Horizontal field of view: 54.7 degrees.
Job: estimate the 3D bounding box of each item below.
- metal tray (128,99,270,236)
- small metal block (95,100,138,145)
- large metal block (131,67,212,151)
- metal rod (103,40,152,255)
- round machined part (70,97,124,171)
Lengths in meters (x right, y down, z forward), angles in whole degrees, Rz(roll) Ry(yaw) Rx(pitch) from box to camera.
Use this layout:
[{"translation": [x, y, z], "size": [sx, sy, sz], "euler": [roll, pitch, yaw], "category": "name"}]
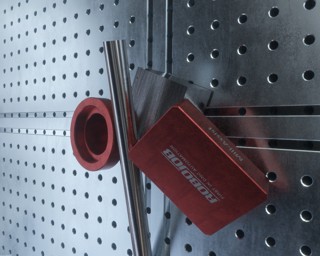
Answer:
[{"translation": [0.040, 0.044, 0.336], "size": [0.130, 0.030, 0.090], "euler": [45, 121, 2], "category": "metal tray"}, {"translation": [-0.065, -0.007, 0.459], "size": [0.050, 0.025, 0.050], "euler": [-28, 73, 36], "category": "small metal block"}, {"translation": [0.005, -0.023, 0.384], "size": [0.080, 0.050, 0.079], "euler": [29, 108, 36], "category": "large metal block"}, {"translation": [-0.036, 0.046, 0.382], "size": [0.025, 0.025, 0.298], "euler": [8, 111, 39], "category": "metal rod"}, {"translation": [-0.077, 0.008, 0.422], "size": [0.098, 0.042, 0.097], "euler": [1, 91, 43], "category": "round machined part"}]
